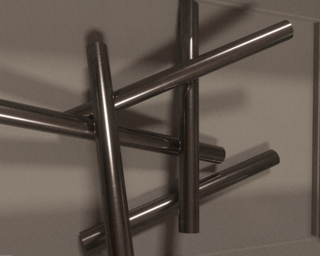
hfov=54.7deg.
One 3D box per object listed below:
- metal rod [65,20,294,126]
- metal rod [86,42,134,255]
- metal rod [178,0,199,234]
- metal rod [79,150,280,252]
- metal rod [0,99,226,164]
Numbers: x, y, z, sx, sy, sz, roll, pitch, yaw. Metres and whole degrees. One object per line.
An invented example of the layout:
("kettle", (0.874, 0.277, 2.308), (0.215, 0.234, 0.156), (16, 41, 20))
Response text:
("metal rod", (0.022, -0.064, 0.380), (0.302, 0.025, 0.025), (-23, 99, -4))
("metal rod", (-0.051, 0.044, 0.321), (0.025, 0.025, 0.299), (-3, 70, -20))
("metal rod", (0.038, -0.023, 0.397), (0.025, 0.025, 0.299), (6, 78, -20))
("metal rod", (0.041, 0.092, 0.426), (0.302, 0.025, 0.025), (-19, 97, -19))
("metal rod", (-0.044, 0.010, 0.374), (0.302, 0.025, 0.025), (13, 86, -28))
